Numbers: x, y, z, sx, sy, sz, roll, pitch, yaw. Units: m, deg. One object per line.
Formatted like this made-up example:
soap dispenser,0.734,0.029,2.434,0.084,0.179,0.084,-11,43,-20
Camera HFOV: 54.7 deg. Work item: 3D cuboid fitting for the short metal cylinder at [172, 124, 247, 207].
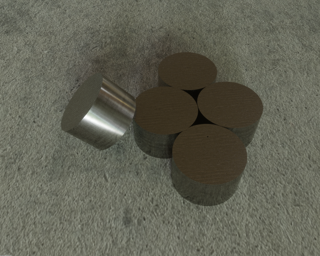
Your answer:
short metal cylinder,0.054,0.042,0.354,0.080,0.050,0.080,0,50,0

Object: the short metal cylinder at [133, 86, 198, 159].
short metal cylinder,0.006,-0.007,0.394,0.080,0.050,0.080,0,50,0

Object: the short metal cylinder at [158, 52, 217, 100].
short metal cylinder,0.038,-0.063,0.442,0.080,0.050,0.080,0,50,0

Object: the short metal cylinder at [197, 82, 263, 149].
short metal cylinder,0.086,-0.015,0.401,0.080,0.050,0.080,0,50,0

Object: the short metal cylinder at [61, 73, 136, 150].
short metal cylinder,-0.075,-0.020,0.378,0.080,0.050,0.080,-33,39,32
